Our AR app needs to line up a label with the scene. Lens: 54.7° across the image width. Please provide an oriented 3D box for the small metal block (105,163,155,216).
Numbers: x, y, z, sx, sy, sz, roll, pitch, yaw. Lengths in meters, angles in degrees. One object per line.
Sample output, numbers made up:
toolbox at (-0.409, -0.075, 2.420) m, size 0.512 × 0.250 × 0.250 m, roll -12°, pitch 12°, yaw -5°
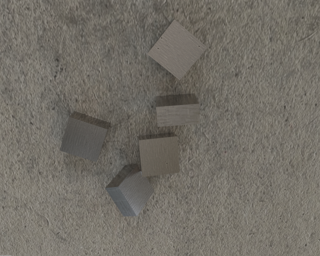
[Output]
small metal block at (-0.040, 0.084, 0.424) m, size 0.025 × 0.050 × 0.050 m, roll -14°, pitch 113°, yaw 37°

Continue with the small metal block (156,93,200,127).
small metal block at (0.021, -0.023, 0.388) m, size 0.050 × 0.050 × 0.025 m, roll -4°, pitch 110°, yaw 1°

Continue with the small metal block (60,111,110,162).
small metal block at (-0.099, 0.011, 0.413) m, size 0.050 × 0.025 × 0.050 m, roll 19°, pitch 109°, yaw -7°

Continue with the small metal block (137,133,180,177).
small metal block at (-0.002, 0.035, 0.415) m, size 0.050 × 0.025 × 0.050 m, roll -6°, pitch 101°, yaw -8°

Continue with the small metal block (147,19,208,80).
small metal block at (0.020, -0.095, 0.375) m, size 0.050 × 0.025 × 0.050 m, roll 37°, pitch 106°, yaw -13°
